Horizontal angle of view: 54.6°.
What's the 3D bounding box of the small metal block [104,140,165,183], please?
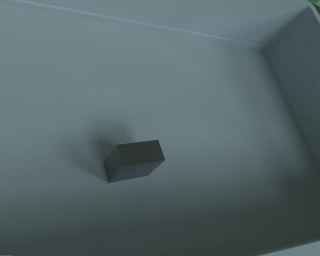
[{"bbox_3d":[-0.030,0.038,0.350,0.050,0.050,0.025,-6,65,-31],"label":"small metal block"}]
